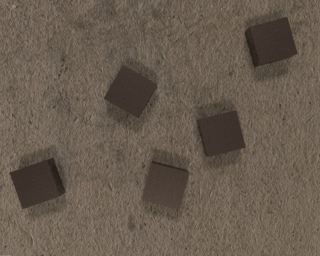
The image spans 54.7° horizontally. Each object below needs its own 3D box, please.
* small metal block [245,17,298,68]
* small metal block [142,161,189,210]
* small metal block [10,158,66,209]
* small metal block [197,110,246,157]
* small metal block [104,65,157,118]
[{"bbox_3d":[0.147,-0.113,0.412,0.050,0.025,0.050,-15,90,-1],"label":"small metal block"},{"bbox_3d":[0.007,0.075,0.410,0.050,0.025,0.050,15,90,-1],"label":"small metal block"},{"bbox_3d":[-0.160,0.072,0.408,0.050,0.025,0.050,-19,90,-1],"label":"small metal block"},{"bbox_3d":[0.080,0.007,0.411,0.050,0.025,0.050,-14,90,-1],"label":"small metal block"},{"bbox_3d":[-0.038,-0.047,0.409,0.050,0.025,0.050,30,90,-1],"label":"small metal block"}]
